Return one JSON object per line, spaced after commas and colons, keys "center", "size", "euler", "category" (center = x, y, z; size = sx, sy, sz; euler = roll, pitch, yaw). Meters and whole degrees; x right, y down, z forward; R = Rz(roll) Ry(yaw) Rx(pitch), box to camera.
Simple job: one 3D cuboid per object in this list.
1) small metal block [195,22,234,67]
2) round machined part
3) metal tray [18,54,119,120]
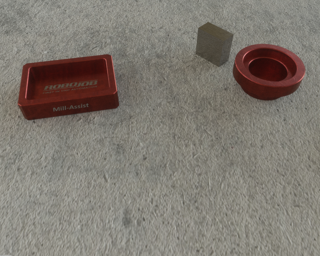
{"center": [0.087, -0.135, 0.501], "size": [0.050, 0.050, 0.025], "euler": [37, 59, 27], "category": "small metal block"}
{"center": [0.157, -0.079, 0.460], "size": [0.099, 0.042, 0.098], "euler": [0, 50, 0], "category": "round machined part"}
{"center": [-0.130, -0.062, 0.450], "size": [0.131, 0.030, 0.090], "euler": [-8, 51, -7], "category": "metal tray"}
